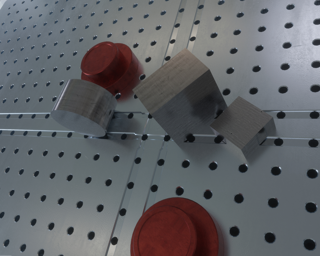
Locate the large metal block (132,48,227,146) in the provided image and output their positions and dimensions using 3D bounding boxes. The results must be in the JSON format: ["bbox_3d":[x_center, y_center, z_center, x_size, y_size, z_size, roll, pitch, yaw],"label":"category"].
[{"bbox_3d":[0.027,-0.036,0.381,0.080,0.080,0.050,-38,51,2],"label":"large metal block"}]

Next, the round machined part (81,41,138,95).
[{"bbox_3d":[-0.089,-0.102,0.507,0.098,0.042,0.098,-13,56,21],"label":"round machined part"}]

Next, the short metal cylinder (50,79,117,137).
[{"bbox_3d":[-0.108,-0.027,0.447,0.080,0.080,0.050,4,64,30],"label":"short metal cylinder"}]

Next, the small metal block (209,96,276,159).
[{"bbox_3d":[0.095,-0.001,0.359,0.050,0.025,0.050,-45,51,-3],"label":"small metal block"}]

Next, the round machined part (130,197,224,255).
[{"bbox_3d":[0.012,0.119,0.318,0.098,0.042,0.098,-13,56,21],"label":"round machined part"}]
